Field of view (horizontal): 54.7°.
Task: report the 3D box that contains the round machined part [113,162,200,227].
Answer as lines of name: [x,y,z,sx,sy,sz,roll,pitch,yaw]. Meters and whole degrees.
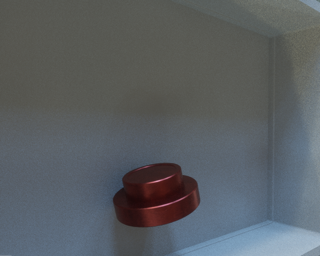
round machined part: [-0.006,0.070,0.356,0.099,0.098,0.042,-18,102,-39]
